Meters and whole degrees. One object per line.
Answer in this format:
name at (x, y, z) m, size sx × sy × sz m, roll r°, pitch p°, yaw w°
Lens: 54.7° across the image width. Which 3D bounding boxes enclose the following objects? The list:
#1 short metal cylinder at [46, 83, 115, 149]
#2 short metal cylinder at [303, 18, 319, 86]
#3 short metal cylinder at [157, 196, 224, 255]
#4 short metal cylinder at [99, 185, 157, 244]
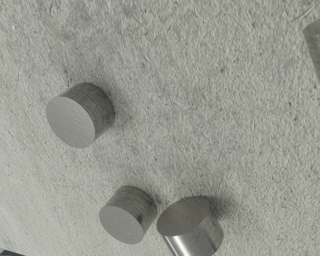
short metal cylinder at (-0.111, -0.018, 0.438) m, size 0.080 × 0.050 × 0.079 m, roll 13°, pitch 124°, yaw 21°
short metal cylinder at (0.162, -0.068, 0.244) m, size 0.080 × 0.080 × 0.050 m, roll -15°, pitch 111°, yaw 34°
short metal cylinder at (0.042, 0.142, 0.437) m, size 0.080 × 0.080 × 0.050 m, roll -16°, pitch 110°, yaw 34°
short metal cylinder at (-0.051, 0.141, 0.505) m, size 0.080 × 0.050 × 0.079 m, roll 13°, pitch 124°, yaw 21°
